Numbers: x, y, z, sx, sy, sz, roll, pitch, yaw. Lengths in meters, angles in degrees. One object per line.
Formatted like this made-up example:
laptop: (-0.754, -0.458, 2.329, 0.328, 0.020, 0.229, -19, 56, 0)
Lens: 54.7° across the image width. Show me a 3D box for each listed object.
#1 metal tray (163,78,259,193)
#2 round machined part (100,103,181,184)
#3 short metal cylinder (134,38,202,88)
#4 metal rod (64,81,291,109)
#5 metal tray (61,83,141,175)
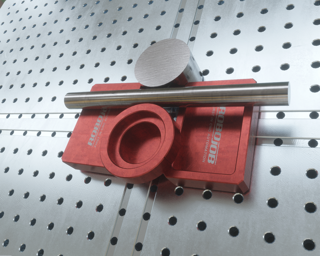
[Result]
metal tray: (0.063, 0.005, 0.363, 0.090, 0.030, 0.130, 1, 62, 28)
round machined part: (-0.020, 0.022, 0.378, 0.098, 0.042, 0.098, -13, 56, 21)
short metal cylinder: (0.012, -0.076, 0.427, 0.080, 0.050, 0.080, -13, 56, 21)
metal rod: (0.000, -0.038, 0.387, 0.300, 0.025, 0.025, 1, 62, 28)
metal tray: (-0.075, -0.002, 0.439, 0.090, 0.030, 0.130, 3, 63, 29)
